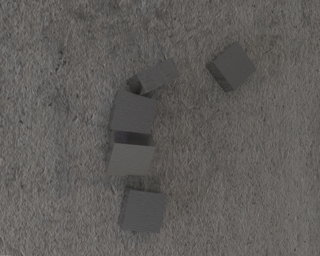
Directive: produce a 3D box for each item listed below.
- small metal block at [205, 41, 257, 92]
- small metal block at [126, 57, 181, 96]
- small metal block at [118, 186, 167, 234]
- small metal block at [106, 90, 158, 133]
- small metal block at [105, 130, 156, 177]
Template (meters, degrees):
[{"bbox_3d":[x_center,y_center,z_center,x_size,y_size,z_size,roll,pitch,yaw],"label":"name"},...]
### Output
[{"bbox_3d":[0.102,-0.088,0.446,0.050,0.025,0.050,-43,104,-15],"label":"small metal block"},{"bbox_3d":[-0.010,-0.063,0.392,0.050,0.050,0.025,-29,100,-18],"label":"small metal block"},{"bbox_3d":[-0.023,0.105,0.401,0.050,0.025,0.050,13,86,-20],"label":"small metal block"},{"bbox_3d":[-0.036,-0.017,0.396,0.050,0.025,0.050,15,85,-20],"label":"small metal block"},{"bbox_3d":[-0.038,0.032,0.382,0.050,0.025,0.050,7,124,-20],"label":"small metal block"}]
